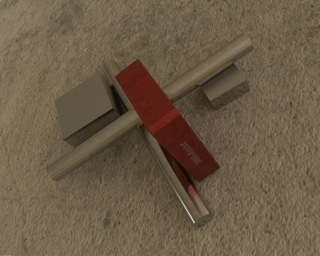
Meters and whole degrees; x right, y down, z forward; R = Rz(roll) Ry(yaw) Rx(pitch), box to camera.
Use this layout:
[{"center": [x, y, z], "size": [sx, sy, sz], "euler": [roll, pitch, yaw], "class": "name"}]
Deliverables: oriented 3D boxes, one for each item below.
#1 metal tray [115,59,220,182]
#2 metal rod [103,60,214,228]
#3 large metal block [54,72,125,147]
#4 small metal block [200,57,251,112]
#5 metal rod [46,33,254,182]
[{"center": [0.011, -0.004, 0.332], "size": [0.030, 0.130, 0.090], "euler": [-37, 51, 4], "class": "metal tray"}, {"center": [-0.018, -0.002, 0.415], "size": [0.025, 0.025, 0.300], "euler": [-36, 51, 4], "class": "metal rod"}, {"center": [-0.099, -0.022, 0.451], "size": [0.080, 0.050, 0.080], "euler": [-32, 52, 7], "class": "large metal block"}, {"center": [0.079, -0.057, 0.398], "size": [0.050, 0.025, 0.050], "euler": [-31, 52, 8], "class": "small metal block"}, {"center": [-0.017, -0.023, 0.394], "size": [0.300, 0.025, 0.025], "euler": [-34, 52, 5], "class": "metal rod"}]
